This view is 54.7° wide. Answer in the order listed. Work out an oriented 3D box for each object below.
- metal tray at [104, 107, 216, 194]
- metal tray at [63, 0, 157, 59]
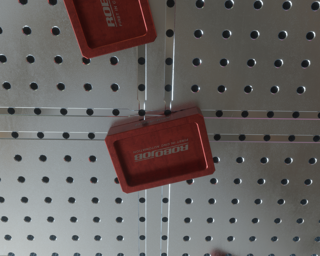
[{"bbox_3d":[0.001,0.032,0.422,0.131,0.030,0.089,-14,110,4],"label":"metal tray"},{"bbox_3d":[-0.062,-0.154,0.352,0.090,0.030,0.129,-14,110,4],"label":"metal tray"}]
